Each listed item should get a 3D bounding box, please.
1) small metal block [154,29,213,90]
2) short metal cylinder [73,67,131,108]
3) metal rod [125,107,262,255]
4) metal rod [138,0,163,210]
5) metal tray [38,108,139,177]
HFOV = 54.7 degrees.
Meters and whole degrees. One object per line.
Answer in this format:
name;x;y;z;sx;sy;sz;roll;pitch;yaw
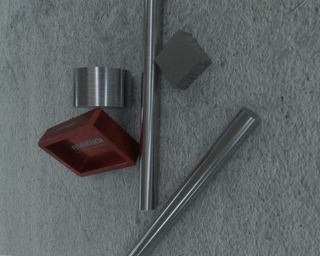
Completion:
small metal block;0.028;-0.083;0.380;0.050;0.025;0.050;-45;63;30
short metal cylinder;-0.080;-0.053;0.433;0.080;0.081;0.050;1;91;39
metal rod;0.021;0.098;0.386;0.025;0.025;0.298;48;118;29
metal rod;-0.013;-0.042;0.413;0.025;0.025;0.298;3;92;39
metal tray;-0.102;0.026;0.445;0.130;0.090;0.030;-17;39;38
